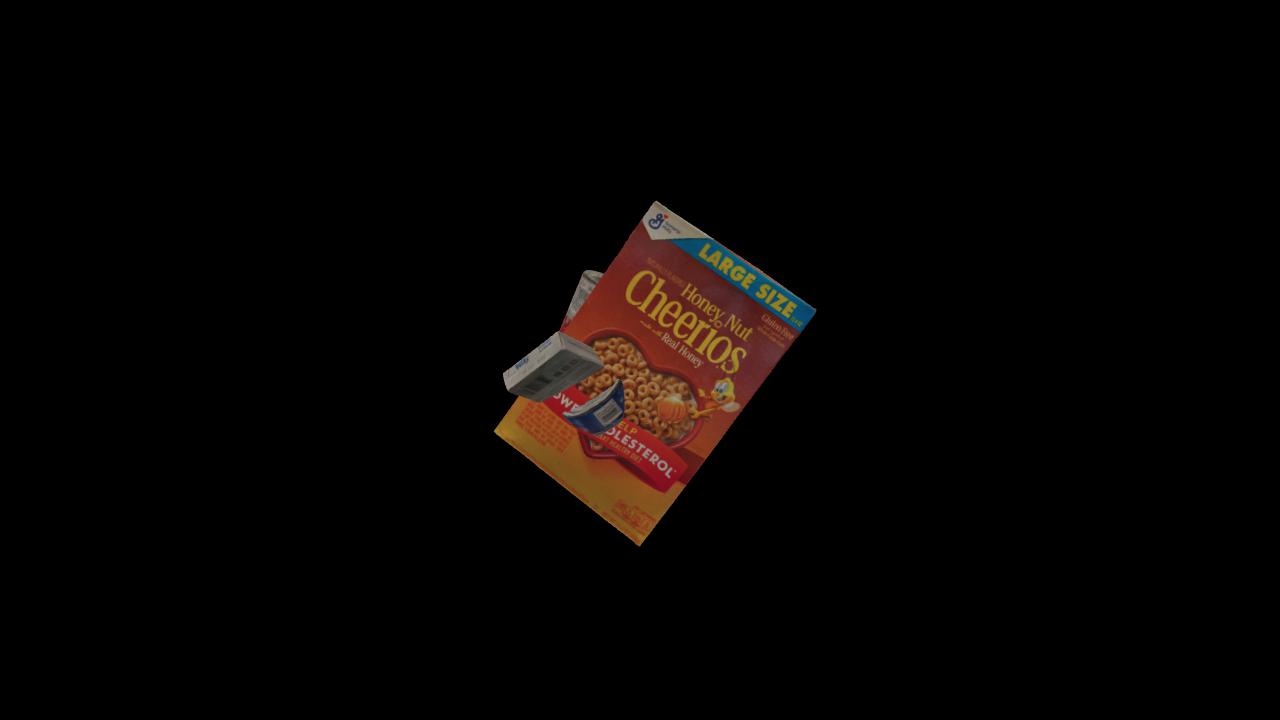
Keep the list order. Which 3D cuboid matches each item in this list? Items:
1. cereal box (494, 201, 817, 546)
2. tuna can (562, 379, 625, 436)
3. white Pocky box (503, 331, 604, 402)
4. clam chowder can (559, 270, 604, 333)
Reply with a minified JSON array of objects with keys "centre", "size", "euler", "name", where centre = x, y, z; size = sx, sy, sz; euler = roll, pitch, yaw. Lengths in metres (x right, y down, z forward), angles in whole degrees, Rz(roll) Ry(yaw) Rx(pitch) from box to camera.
[{"centre":[0.013,0.013,0.663],"size":[0.203,0.306,0.081],"euler":[37,6,7],"name":"cereal box"},{"centre":[-0.045,0.041,0.656],"size":[0.084,0.034,0.084],"euler":[-27,29,17],"name":"tuna can"},{"centre":[-0.063,0.025,0.663],"size":[0.084,0.028,0.154],"euler":[-36,-35,20],"name":"white Pocky box"},{"centre":[-0.058,-0.052,0.760],"size":[0.068,0.102,0.068],"euler":[22,18,-7],"name":"clam chowder can"}]
